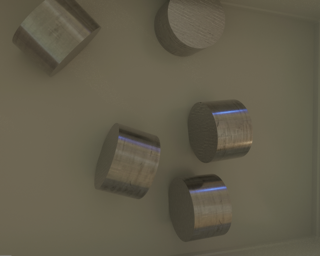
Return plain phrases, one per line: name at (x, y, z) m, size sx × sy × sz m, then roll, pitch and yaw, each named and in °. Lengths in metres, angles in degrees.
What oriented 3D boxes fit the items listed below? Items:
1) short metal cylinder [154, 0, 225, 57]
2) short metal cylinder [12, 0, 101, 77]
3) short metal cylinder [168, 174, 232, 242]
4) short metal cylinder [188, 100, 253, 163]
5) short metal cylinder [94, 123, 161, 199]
short metal cylinder at (0.039, -0.140, 0.412) m, size 0.081 × 0.050 × 0.079 m, roll 0°, pitch 90°, yaw -20°
short metal cylinder at (-0.112, -0.102, 0.340) m, size 0.050 × 0.080 × 0.080 m, roll 45°, pitch 76°, yaw -15°
short metal cylinder at (0.049, 0.102, 0.401) m, size 0.050 × 0.080 × 0.079 m, roll -2°, pitch 91°, yaw -20°
short metal cylinder at (0.078, 0.003, 0.411) m, size 0.050 × 0.080 × 0.079 m, roll -6°, pitch 93°, yaw -20°
short metal cylinder at (-0.040, 0.039, 0.367) m, size 0.050 × 0.080 × 0.080 m, roll 19°, pitch 84°, yaw -20°
